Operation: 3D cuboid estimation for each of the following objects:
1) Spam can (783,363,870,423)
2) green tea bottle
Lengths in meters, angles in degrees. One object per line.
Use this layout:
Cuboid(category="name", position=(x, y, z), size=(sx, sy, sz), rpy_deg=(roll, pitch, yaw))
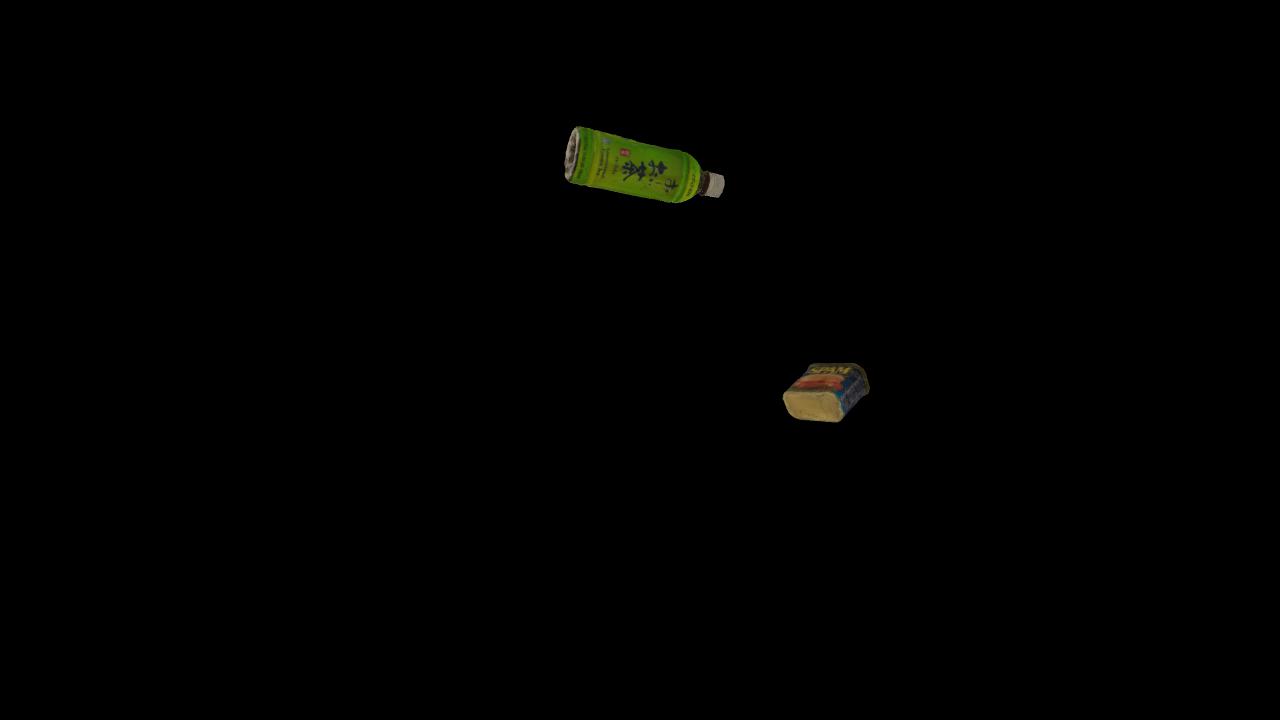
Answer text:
Cuboid(category="Spam can", position=(0.282, 0.050, 0.939), size=(0.085, 0.058, 0.101), rpy_deg=(-36, 22, -35))
Cuboid(category="green tea bottle", position=(0.010, -0.247, 0.804), size=(0.212, 0.073, 0.073), rpy_deg=(6, -2, -22))
